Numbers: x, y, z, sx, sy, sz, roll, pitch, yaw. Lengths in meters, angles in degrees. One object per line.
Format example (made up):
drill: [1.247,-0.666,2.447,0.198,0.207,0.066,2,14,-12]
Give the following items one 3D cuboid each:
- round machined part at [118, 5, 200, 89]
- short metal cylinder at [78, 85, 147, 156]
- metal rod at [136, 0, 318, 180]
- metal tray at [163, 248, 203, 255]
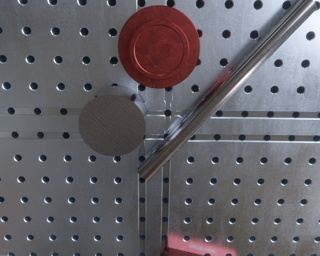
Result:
round machined part: [-0.001,-0.094,0.370,0.099,0.042,0.097,0,110,-1]
short metal cylinder: [-0.058,-0.010,0.395,0.081,0.050,0.079,0,110,-1]
metal rod: [0.075,-0.041,0.399,0.025,0.025,0.299,39,105,-14]
metal tray: [0.059,0.254,0.505,0.131,0.030,0.089,16,109,-6]
